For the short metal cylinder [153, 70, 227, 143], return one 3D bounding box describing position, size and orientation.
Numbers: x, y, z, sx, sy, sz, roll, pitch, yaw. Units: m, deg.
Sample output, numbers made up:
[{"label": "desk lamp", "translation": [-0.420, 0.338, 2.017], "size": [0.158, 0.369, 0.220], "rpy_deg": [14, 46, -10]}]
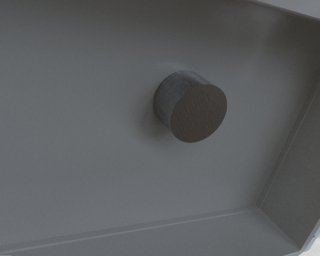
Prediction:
[{"label": "short metal cylinder", "translation": [0.038, -0.028, 0.398], "size": [0.081, 0.050, 0.079], "rpy_deg": [-14, 125, -21]}]
